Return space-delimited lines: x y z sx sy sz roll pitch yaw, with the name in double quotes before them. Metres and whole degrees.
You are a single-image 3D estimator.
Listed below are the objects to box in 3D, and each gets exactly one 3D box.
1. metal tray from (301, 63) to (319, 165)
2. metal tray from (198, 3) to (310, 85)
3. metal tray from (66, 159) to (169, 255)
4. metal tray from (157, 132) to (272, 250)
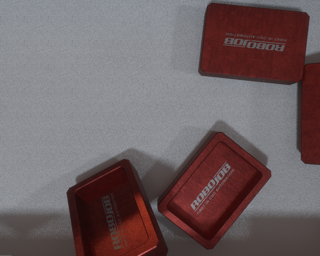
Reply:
"metal tray" 0.229 -0.018 0.389 0.090 0.030 0.129 1 90 34
"metal tray" 0.121 -0.109 0.408 0.131 0.030 0.089 6 90 1
"metal tray" -0.056 0.107 0.365 0.090 0.130 0.030 -28 134 -1
"metal tray" 0.070 0.080 0.409 0.090 0.030 0.130 39 90 -1
